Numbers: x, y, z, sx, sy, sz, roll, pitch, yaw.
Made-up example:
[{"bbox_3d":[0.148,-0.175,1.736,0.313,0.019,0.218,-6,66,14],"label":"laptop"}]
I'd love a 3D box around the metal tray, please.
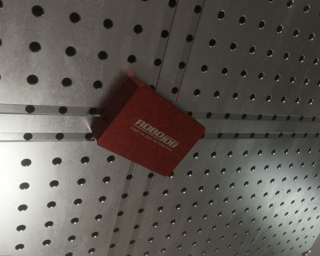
[{"bbox_3d":[-0.011,0.003,0.405,0.130,0.030,0.090,32,100,-39],"label":"metal tray"}]
